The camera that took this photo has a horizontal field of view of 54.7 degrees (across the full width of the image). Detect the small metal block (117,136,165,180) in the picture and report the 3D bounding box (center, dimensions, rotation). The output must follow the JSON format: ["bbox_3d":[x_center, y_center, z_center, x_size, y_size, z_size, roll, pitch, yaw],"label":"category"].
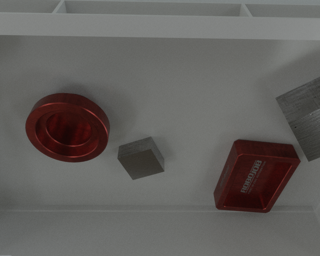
[{"bbox_3d":[-0.026,0.045,0.447,0.050,0.025,0.050,-17,128,14],"label":"small metal block"}]

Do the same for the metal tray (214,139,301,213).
[{"bbox_3d":[0.143,0.078,0.474,0.091,0.030,0.129,6,130,-6],"label":"metal tray"}]

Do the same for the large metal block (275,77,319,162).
[{"bbox_3d":[0.203,-0.014,0.384,0.080,0.050,0.080,-27,125,21],"label":"large metal block"}]

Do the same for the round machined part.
[{"bbox_3d":[-0.113,-0.004,0.392,0.099,0.042,0.097,-1,130,0],"label":"round machined part"}]
